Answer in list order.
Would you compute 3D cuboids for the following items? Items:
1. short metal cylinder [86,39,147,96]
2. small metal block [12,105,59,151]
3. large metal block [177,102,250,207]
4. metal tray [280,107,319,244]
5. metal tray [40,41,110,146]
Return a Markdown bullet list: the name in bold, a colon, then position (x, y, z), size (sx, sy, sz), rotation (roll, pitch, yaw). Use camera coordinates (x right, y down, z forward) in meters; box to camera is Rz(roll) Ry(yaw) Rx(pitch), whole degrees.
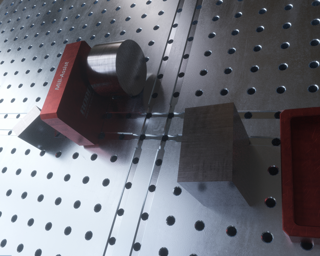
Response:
- **short metal cylinder**: position (-0.062, -0.087, 0.457), size (0.050, 0.080, 0.080), rotation (1, 62, 28)
- **small metal block**: position (-0.193, 0.001, 0.490), size (0.050, 0.050, 0.025), rotation (-47, 52, -5)
- **large metal block**: position (0.060, 0.031, 0.322), size (0.050, 0.080, 0.080), rotation (-6, 59, 25)
- **metal tray**: position (0.164, 0.041, 0.293), size (0.090, 0.030, 0.130), rotation (-4, 60, 25)
- **metal tray**: position (-0.114, -0.050, 0.455), size (0.030, 0.090, 0.130), rotation (-5, 60, 26)
